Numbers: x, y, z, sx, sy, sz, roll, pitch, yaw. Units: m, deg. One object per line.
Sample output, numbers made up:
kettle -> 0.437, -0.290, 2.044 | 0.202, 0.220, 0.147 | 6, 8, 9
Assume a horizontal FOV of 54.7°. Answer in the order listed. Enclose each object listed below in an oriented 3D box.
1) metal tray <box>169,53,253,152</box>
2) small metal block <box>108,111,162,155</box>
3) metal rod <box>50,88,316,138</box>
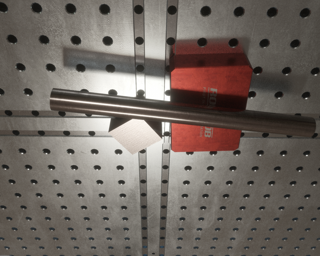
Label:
metal tray -> 0.058, -0.026, 0.387 | 0.091, 0.030, 0.129 | -2, 130, 1
small metal block -> -0.032, 0.003, 0.413 | 0.050, 0.025, 0.050 | -28, 125, 21
metal rod -> 0.031, -0.016, 0.358 | 0.302, 0.025, 0.025 | 6, 130, -6
